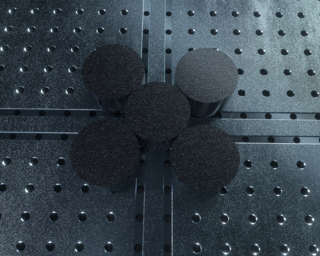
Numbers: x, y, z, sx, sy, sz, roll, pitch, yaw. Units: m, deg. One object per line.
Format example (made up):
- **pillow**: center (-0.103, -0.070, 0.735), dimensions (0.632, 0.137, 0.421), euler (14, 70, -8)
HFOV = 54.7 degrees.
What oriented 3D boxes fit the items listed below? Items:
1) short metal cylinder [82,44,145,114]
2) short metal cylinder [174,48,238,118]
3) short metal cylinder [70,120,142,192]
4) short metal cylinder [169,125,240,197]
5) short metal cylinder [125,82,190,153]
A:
- **short metal cylinder**: center (-0.060, -0.066, 0.421), dimensions (0.081, 0.050, 0.080), euler (0, 70, 0)
- **short metal cylinder**: center (0.060, -0.060, 0.419), dimensions (0.081, 0.050, 0.080), euler (0, 70, 0)
- **short metal cylinder**: center (-0.064, 0.036, 0.383), dimensions (0.081, 0.050, 0.080), euler (0, 70, 0)
- **short metal cylinder**: center (0.052, 0.042, 0.383), dimensions (0.081, 0.050, 0.080), euler (0, 70, 0)
- **short metal cylinder**: center (-0.003, -0.013, 0.403), dimensions (0.081, 0.050, 0.080), euler (0, 70, 0)
